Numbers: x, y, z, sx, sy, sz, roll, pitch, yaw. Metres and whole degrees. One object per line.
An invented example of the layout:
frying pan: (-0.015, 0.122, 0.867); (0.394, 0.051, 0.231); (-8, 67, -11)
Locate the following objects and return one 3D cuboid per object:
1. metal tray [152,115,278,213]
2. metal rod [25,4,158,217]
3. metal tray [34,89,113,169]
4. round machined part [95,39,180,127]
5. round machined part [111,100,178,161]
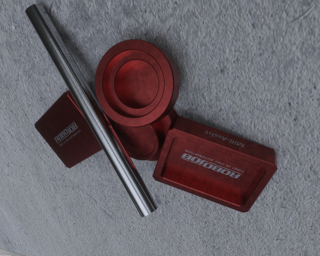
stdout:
metal tray: (0.064, 0.047, 0.386); (0.131, 0.030, 0.089); (20, 127, 3)
metal rod: (-0.088, -0.023, 0.397); (0.025, 0.025, 0.299); (-31, 89, 38)
metal tray: (-0.127, 0.003, 0.460); (0.130, 0.030, 0.090); (-29, 100, 46)
round machined part: (-0.023, -0.051, 0.364); (0.098, 0.042, 0.097); (3, 98, 21)
round machined part: (-0.024, 0.004, 0.413); (0.098, 0.042, 0.097); (13, 124, 21)
